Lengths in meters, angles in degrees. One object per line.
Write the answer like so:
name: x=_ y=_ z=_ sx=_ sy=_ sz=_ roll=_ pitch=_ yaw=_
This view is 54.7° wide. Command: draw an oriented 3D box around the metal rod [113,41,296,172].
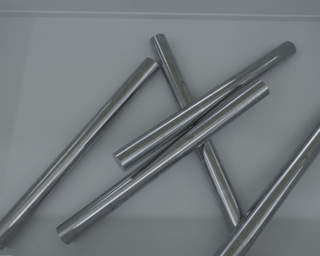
metal rod: x=0.071 y=-0.038 z=0.402 sx=0.302 sy=0.025 sz=0.025 roll=-33 pitch=74 yaw=-21

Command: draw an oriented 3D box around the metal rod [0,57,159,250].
metal rod: x=-0.101 y=0.021 z=0.400 sx=0.025 sy=0.025 sz=0.300 roll=35 pitch=73 yaw=11

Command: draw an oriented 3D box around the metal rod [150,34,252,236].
metal rod: x=0.048 y=0.001 z=0.409 sx=0.025 sy=0.025 sz=0.299 roll=-19 pitch=71 yaw=-7

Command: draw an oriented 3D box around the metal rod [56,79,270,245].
metal rod: x=0.008 y=0.037 z=0.376 sx=0.301 sy=0.025 sz=0.025 roll=-36 pitch=74 yaw=-5

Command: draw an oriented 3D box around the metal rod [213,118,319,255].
metal rod: x=0.166 y=0.047 z=0.377 sx=0.025 sy=0.025 sz=0.301 roll=41 pitch=69 yaw=13
